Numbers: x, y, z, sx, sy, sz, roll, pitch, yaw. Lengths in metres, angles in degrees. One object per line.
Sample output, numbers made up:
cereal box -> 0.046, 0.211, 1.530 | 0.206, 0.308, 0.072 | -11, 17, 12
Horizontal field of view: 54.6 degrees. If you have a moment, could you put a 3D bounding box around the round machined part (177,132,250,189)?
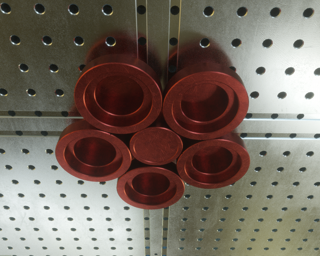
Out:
round machined part -> 0.072, 0.038, 0.433 | 0.099, 0.042, 0.097 | 0, 130, 0

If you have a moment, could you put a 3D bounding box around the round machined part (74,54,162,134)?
round machined part -> -0.047, -0.043, 0.363 | 0.099, 0.042, 0.097 | 0, 130, 0

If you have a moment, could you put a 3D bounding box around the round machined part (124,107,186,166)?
round machined part -> -0.005, 0.012, 0.410 | 0.099, 0.042, 0.097 | 0, 130, 0

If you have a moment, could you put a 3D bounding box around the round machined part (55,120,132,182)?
round machined part -> -0.087, 0.026, 0.421 | 0.099, 0.042, 0.097 | 0, 130, 0

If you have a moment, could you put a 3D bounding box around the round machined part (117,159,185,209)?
round machined part -> -0.014, 0.076, 0.464 | 0.099, 0.042, 0.097 | 0, 130, 0

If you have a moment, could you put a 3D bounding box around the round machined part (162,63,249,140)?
round machined part -> 0.052, -0.035, 0.370 | 0.099, 0.042, 0.097 | 0, 130, 0
